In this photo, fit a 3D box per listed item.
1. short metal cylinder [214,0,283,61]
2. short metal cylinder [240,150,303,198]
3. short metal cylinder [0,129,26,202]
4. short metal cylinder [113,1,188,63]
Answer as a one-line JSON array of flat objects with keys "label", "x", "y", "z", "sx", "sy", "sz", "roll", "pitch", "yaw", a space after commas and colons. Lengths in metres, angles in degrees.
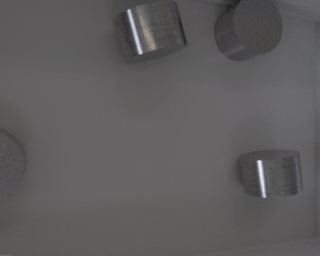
[{"label": "short metal cylinder", "x": 0.125, "y": -0.140, "z": 0.443, "sx": 0.081, "sy": 0.050, "sz": 0.080, "roll": 0, "pitch": 90, "yaw": -20}, {"label": "short metal cylinder", "x": 0.157, "y": 0.062, "z": 0.439, "sx": 0.081, "sy": 0.080, "sz": 0.050, "roll": -9, "pitch": 93, "yaw": -20}, {"label": "short metal cylinder", "x": -0.187, "y": 0.039, "z": 0.328, "sx": 0.081, "sy": 0.050, "sz": 0.080, "roll": 0, "pitch": 90, "yaw": -20}, {"label": "short metal cylinder", "x": -0.011, "y": -0.114, "z": 0.377, "sx": 0.081, "sy": 0.080, "sz": 0.050, "roll": -17, "pitch": 96, "yaw": -19}]
